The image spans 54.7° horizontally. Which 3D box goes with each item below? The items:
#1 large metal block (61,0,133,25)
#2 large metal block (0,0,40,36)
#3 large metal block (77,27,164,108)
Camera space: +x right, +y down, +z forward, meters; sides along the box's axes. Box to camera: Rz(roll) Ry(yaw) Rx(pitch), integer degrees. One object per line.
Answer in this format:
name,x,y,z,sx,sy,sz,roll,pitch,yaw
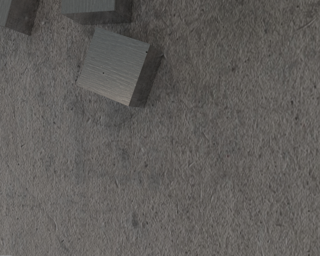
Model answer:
large metal block,-0.084,-0.190,0.425,0.080,0.050,0.079,4,92,20
large metal block,-0.239,-0.198,0.480,0.080,0.050,0.080,21,97,18
large metal block,-0.052,-0.079,0.414,0.080,0.050,0.080,23,97,18
